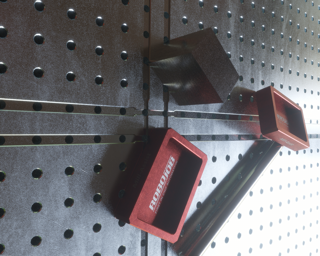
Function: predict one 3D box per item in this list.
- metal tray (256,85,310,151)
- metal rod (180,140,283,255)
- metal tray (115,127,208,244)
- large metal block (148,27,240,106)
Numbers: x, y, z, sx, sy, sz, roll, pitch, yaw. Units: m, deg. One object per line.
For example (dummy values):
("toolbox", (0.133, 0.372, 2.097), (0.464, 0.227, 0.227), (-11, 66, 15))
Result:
("metal tray", (0.234, -0.015, 0.588), (0.131, 0.030, 0.090), (21, 58, -38))
("metal rod", (0.136, 0.110, 0.526), (0.302, 0.025, 0.025), (-40, 115, -33))
("metal tray", (0.007, 0.075, 0.413), (0.090, 0.030, 0.130), (37, 67, -34))
("large metal block", (0.045, -0.077, 0.413), (0.080, 0.080, 0.050), (51, 60, -29))
